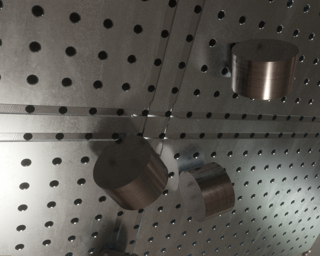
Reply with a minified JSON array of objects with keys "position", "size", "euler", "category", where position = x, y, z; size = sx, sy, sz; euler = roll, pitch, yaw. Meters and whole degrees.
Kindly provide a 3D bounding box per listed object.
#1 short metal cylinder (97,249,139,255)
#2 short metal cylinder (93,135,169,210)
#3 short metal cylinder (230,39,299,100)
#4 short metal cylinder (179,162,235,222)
[{"position":[-0.068,0.236,0.486],"size":[0.050,0.080,0.080],"euler":[28,103,-38],"category":"short metal cylinder"},{"position":[-0.036,0.056,0.392],"size":[0.080,0.080,0.050],"euler":[-36,129,-5],"category":"short metal cylinder"},{"position":[0.133,-0.078,0.402],"size":[0.081,0.080,0.050],"euler":[-19,126,-18],"category":"short metal cylinder"},{"position":[0.070,0.098,0.477],"size":[0.050,0.080,0.079],"euler":[-14,124,-21],"category":"short metal cylinder"}]
